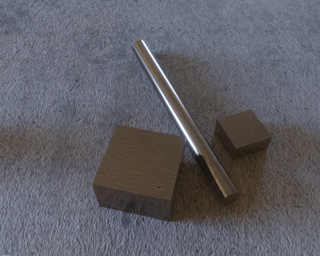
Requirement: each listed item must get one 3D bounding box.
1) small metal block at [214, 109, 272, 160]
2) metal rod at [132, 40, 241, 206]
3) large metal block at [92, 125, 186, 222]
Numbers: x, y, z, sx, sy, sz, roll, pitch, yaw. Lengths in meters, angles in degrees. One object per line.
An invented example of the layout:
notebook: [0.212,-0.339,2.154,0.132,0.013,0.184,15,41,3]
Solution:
small metal block: [0.105,0.008,0.397,0.050,0.025,0.050,-16,52,-13]
metal rod: [0.021,-0.029,0.427,0.025,0.025,0.300,-17,52,-14]
large metal block: [-0.019,0.049,0.346,0.080,0.050,0.080,10,51,8]
